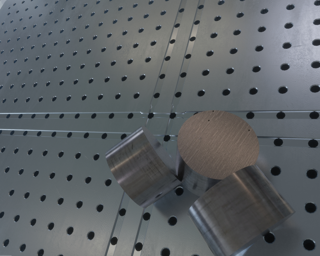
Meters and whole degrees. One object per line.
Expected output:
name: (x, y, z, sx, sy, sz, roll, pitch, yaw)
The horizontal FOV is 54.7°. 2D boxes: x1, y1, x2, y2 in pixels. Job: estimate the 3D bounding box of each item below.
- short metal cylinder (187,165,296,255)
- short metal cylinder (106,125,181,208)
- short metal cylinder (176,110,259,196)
short metal cylinder: (0.073, 0.078, 0.282, 0.080, 0.080, 0.050, -37, 62, 4)
short metal cylinder: (-0.017, 0.044, 0.355, 0.050, 0.080, 0.080, -36, 51, 5)
short metal cylinder: (0.057, 0.028, 0.326, 0.081, 0.050, 0.080, 0, 56, 0)
